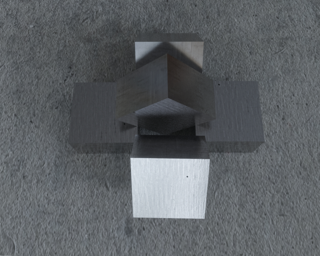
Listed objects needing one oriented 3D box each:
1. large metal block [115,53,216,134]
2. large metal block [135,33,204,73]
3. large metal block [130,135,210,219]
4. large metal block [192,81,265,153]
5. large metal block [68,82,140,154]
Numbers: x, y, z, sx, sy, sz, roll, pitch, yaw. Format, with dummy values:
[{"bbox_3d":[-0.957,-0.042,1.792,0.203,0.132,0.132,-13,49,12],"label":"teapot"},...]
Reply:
[{"bbox_3d":[0.007,-0.033,0.357,0.080,0.080,0.050,-19,64,40],"label":"large metal block"},{"bbox_3d":[0.011,-0.094,0.408,0.081,0.080,0.050,0,114,0],"label":"large metal block"},{"bbox_3d":[0.011,0.055,0.354,0.081,0.079,0.050,1,27,1],"label":"large metal block"},{"bbox_3d":[0.082,-0.013,0.399,0.081,0.050,0.080,0,70,-1],"label":"large metal block"},{"bbox_3d":[-0.067,-0.012,0.399,0.081,0.050,0.080,0,70,-1],"label":"large metal block"}]
